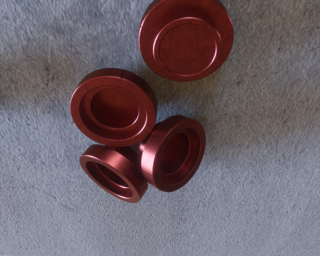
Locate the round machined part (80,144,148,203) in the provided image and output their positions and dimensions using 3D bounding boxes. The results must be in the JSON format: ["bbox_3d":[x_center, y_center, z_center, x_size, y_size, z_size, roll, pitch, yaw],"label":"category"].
[{"bbox_3d":[-0.057,0.055,0.423,0.098,0.042,0.097,25,147,18],"label":"round machined part"}]

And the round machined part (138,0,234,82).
[{"bbox_3d":[0.027,-0.089,0.321,0.099,0.042,0.097,-1,130,0],"label":"round machined part"}]

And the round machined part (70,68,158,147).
[{"bbox_3d":[-0.052,-0.028,0.368,0.099,0.042,0.097,2,127,3],"label":"round machined part"}]

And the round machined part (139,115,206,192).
[{"bbox_3d":[0.012,0.029,0.398,0.042,0.098,0.098,24,145,40],"label":"round machined part"}]
